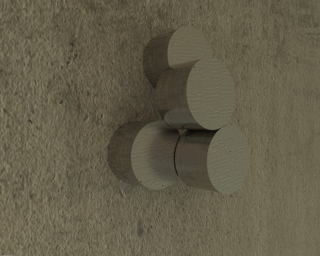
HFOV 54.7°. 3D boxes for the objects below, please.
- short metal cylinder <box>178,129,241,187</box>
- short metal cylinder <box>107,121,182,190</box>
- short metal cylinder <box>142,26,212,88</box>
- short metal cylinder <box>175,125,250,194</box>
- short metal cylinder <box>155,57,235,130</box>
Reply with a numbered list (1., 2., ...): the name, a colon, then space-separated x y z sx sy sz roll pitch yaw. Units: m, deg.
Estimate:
1. short metal cylinder: 0.073 0.042 0.450 0.081 0.050 0.080 0 90 -40
2. short metal cylinder: -0.016 0.031 0.376 0.081 0.050 0.080 0 90 -40
3. short metal cylinder: 0.024 -0.088 0.410 0.081 0.050 0.080 0 90 -40
4. short metal cylinder: 0.065 0.037 0.378 0.081 0.050 0.080 0 90 -40
5. short metal cylinder: 0.042 -0.038 0.359 0.081 0.050 0.080 0 90 -40
